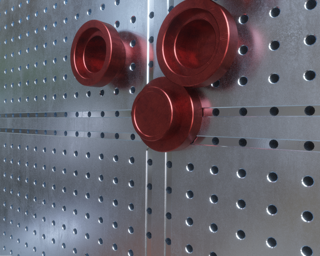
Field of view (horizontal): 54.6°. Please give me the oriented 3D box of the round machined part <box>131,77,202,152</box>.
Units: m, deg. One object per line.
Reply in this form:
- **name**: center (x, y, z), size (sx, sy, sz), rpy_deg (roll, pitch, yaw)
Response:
- **round machined part**: center (0.001, -0.017, 0.398), size (0.098, 0.042, 0.097), rpy_deg (0, 90, 40)

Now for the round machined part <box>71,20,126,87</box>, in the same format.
- **round machined part**: center (-0.091, -0.111, 0.475), size (0.098, 0.042, 0.097), rpy_deg (0, 90, 40)

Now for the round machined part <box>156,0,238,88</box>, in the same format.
- **round machined part**: center (0.046, -0.095, 0.360), size (0.098, 0.042, 0.097), rpy_deg (1, 92, 40)
